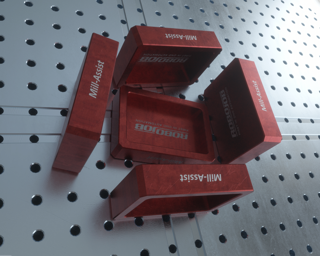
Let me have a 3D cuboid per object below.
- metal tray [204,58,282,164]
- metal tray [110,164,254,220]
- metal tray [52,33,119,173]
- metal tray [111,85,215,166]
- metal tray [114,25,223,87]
[{"bbox_3d":[0.110,-0.021,0.438,0.030,0.090,0.130,5,60,-26],"label":"metal tray"},{"bbox_3d":[0.022,0.069,0.336,0.131,0.090,0.030,3,61,-26],"label":"metal tray"},{"bbox_3d":[-0.081,-0.028,0.339,0.030,0.090,0.130,17,55,-18],"label":"metal tray"},{"bbox_3d":[0.004,0.001,0.405,0.131,0.030,0.090,11,57,-23],"label":"metal tray"},{"bbox_3d":[0.009,-0.094,0.428,0.131,0.090,0.030,-7,65,-31],"label":"metal tray"}]
